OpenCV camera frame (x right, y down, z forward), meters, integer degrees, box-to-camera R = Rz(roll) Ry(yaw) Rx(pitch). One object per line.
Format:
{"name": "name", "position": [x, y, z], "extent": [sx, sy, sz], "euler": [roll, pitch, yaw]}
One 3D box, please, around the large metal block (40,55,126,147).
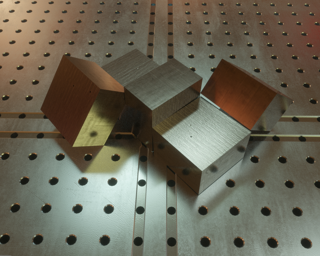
{"name": "large metal block", "position": [-0.095, -0.033, 0.390], "extent": [0.080, 0.080, 0.050], "euler": [42, 22, 29]}

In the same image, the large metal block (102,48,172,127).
{"name": "large metal block", "position": [-0.038, -0.057, 0.439], "extent": [0.080, 0.050, 0.080], "euler": [-35, 59, -24]}

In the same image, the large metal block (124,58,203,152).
{"name": "large metal block", "position": [0.004, -0.029, 0.396], "extent": [0.080, 0.080, 0.050], "euler": [-35, 59, -26]}

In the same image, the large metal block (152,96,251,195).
{"name": "large metal block", "position": [0.048, 0.018, 0.376], "extent": [0.080, 0.050, 0.080], "euler": [-34, 56, -25]}

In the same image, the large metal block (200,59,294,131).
{"name": "large metal block", "position": [0.113, -0.040, 0.399], "extent": [0.080, 0.050, 0.080], "euler": [42, 21, 28]}
